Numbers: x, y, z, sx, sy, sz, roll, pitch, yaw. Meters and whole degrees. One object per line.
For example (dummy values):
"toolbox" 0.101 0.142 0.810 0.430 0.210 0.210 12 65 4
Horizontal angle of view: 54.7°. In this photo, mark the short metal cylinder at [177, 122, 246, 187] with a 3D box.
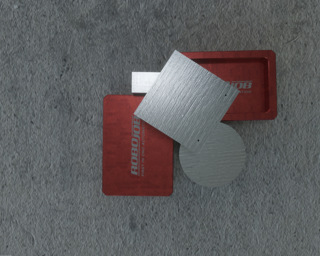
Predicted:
"short metal cylinder" 0.064 0.032 0.399 0.080 0.050 0.080 0 90 0

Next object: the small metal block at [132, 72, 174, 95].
"small metal block" -0.009 -0.055 0.399 0.050 0.050 0.025 1 90 0

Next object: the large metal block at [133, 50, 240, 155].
"large metal block" 0.028 -0.027 0.347 0.080 0.050 0.080 33 90 0

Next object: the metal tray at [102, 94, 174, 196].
"metal tray" -0.028 0.022 0.409 0.091 0.030 0.129 1 90 0

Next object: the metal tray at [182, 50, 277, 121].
"metal tray" 0.084 -0.054 0.409 0.131 0.030 0.089 -2 90 0
